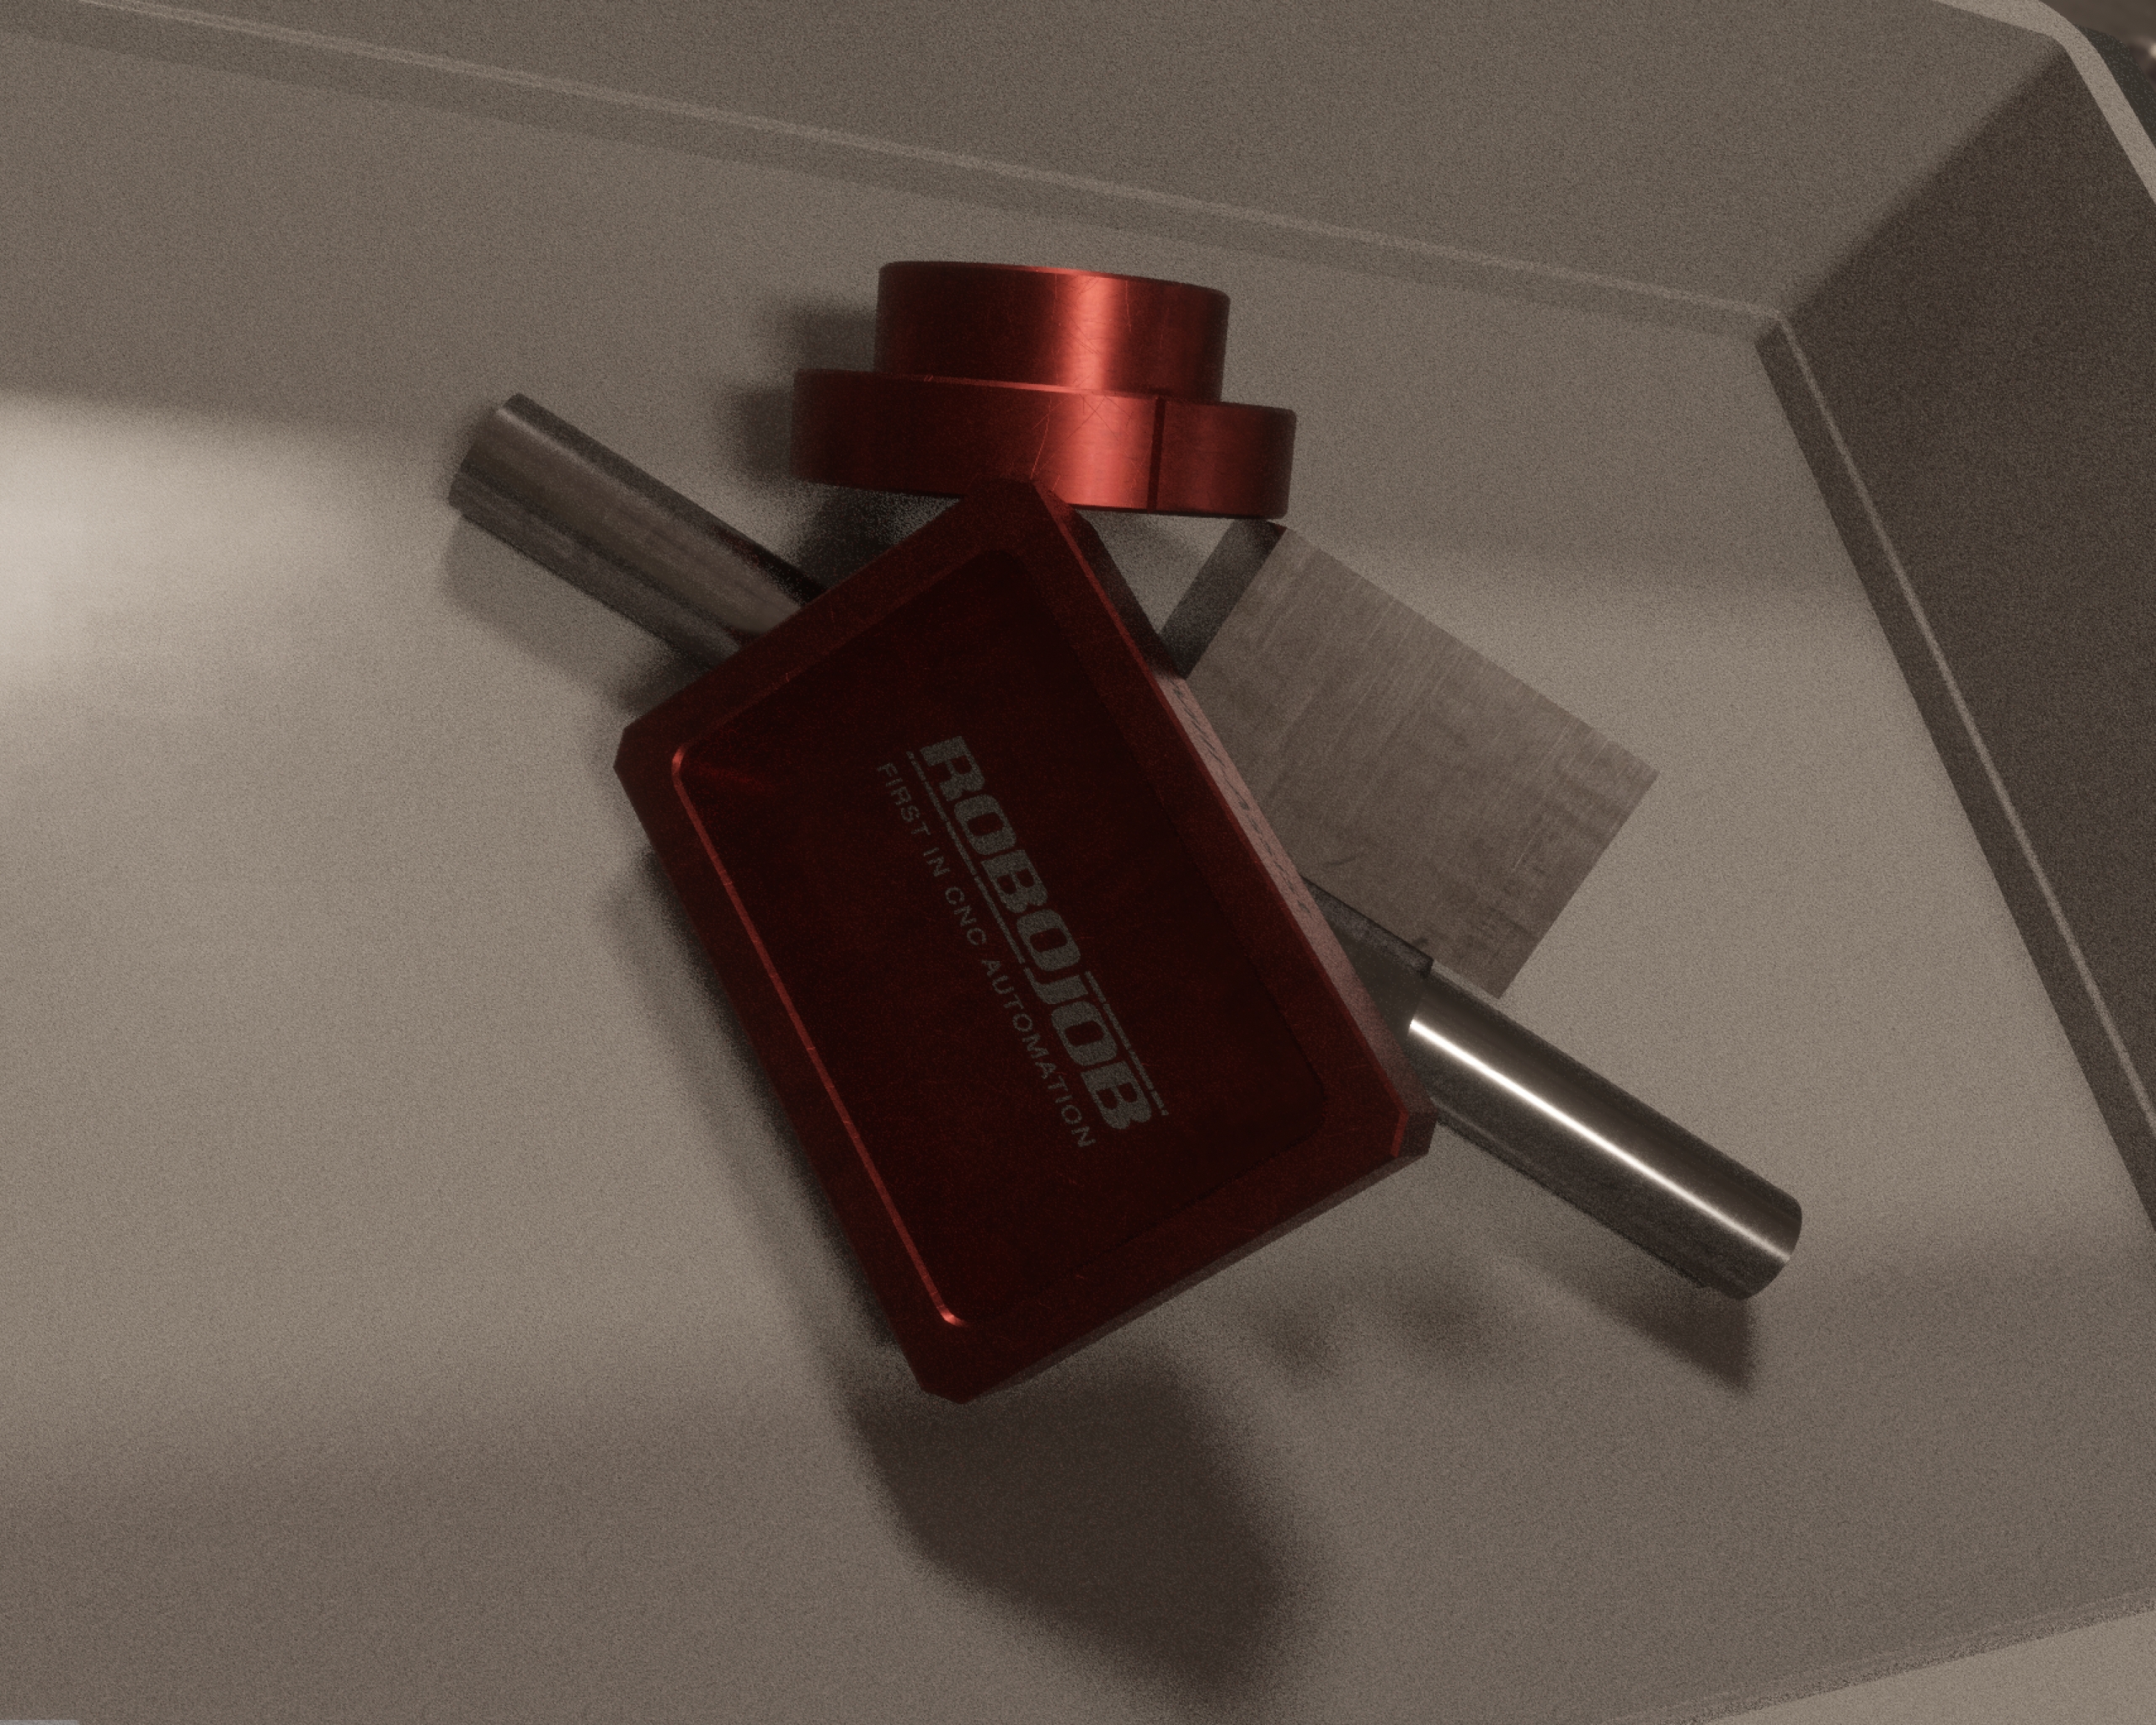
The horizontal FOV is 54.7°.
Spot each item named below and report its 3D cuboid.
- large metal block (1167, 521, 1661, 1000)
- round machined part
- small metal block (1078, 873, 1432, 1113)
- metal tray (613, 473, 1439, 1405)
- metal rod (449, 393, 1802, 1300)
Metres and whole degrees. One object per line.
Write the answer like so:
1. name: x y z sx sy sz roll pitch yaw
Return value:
1. large metal block: 0.055 -0.024 0.409 0.080 0.050 0.080 32 9 -8
2. round machined part: -0.006 -0.093 0.410 0.099 0.098 0.042 -2 103 -30
3. small metal block: 0.030 0.024 0.390 0.050 0.050 0.025 33 51 -7
4. metal tray: -0.011 0.012 0.352 0.130 0.090 0.030 61 13 15
5. metal rod: 0.015 0.001 0.413 0.301 0.025 0.025 32 51 -8
